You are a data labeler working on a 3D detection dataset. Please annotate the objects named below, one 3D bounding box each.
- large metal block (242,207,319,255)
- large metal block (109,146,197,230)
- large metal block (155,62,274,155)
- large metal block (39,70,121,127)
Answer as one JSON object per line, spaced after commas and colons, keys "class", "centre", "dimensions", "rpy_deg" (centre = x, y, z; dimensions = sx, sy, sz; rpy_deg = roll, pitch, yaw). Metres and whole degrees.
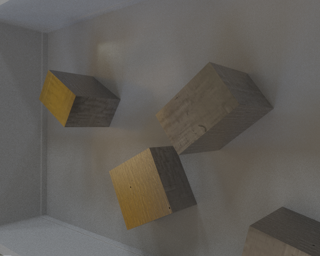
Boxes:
{"class": "large metal block", "centre": [0.125, 0.115, 0.267], "dimensions": [0.080, 0.081, 0.050], "rpy_deg": [19, 102, 38]}
{"class": "large metal block", "centre": [-0.011, 0.076, 0.400], "dimensions": [0.080, 0.050, 0.080], "rpy_deg": [-32, 70, 35]}
{"class": "large metal block", "centre": [0.057, -0.017, 0.324], "dimensions": [0.080, 0.081, 0.050], "rpy_deg": [-44, 64, 31]}
{"class": "large metal block", "centre": [-0.122, -0.044, 0.472], "dimensions": [0.080, 0.081, 0.050], "rpy_deg": [40, 114, 33]}
